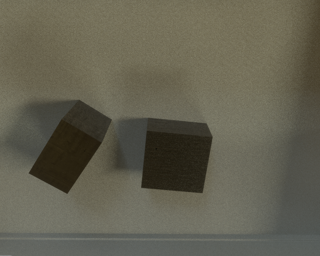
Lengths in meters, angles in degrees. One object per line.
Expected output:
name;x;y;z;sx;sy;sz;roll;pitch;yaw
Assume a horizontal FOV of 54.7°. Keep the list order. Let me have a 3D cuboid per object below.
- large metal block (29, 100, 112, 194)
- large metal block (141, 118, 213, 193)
large metal block;-0.108;0.020;0.388;0.050;0.080;0.080;33;107;-12
large metal block;0.020;0.036;0.411;0.081;0.050;0.079;6;110;-3
